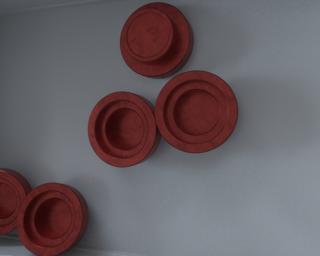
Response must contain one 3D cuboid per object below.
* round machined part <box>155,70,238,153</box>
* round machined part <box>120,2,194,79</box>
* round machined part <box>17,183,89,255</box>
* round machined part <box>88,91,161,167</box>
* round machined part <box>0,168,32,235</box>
[{"bbox_3d":[0.046,-0.019,0.382,0.098,0.042,0.097,0,89,16],"label":"round machined part"},{"bbox_3d":[-0.009,-0.116,0.404,0.098,0.042,0.097,0,90,19],"label":"round machined part"},{"bbox_3d":[-0.148,0.129,0.443,0.098,0.042,0.098,-2,75,10],"label":"round machined part"},{"bbox_3d":[-0.043,0.002,0.416,0.098,0.042,0.097,0,90,19],"label":"round machined part"},{"bbox_3d":[-0.242,0.110,0.475,0.099,0.042,0.097,0,90,2],"label":"round machined part"}]
